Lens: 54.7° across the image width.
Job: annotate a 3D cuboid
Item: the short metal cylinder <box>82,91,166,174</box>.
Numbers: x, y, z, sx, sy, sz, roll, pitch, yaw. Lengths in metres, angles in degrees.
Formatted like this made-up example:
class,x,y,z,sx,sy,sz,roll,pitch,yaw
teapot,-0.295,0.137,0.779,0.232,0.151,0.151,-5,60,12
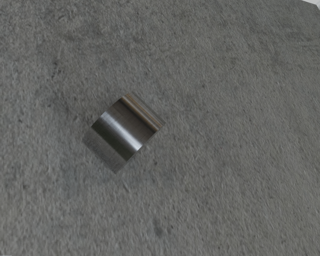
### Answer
class,x,y,z,sx,sy,sz,roll,pitch,yaw
short metal cylinder,-0.039,0.005,0.345,0.050,0.080,0.080,44,51,2
